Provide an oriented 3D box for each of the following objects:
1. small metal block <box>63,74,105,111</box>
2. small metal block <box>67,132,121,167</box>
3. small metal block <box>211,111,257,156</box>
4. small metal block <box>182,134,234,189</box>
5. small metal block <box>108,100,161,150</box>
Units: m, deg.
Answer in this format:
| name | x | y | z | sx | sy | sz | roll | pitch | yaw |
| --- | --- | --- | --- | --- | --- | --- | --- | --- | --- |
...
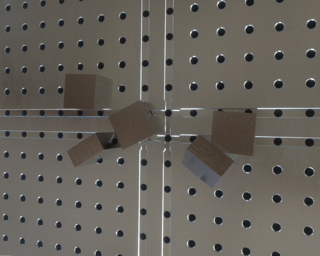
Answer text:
| name | x | y | z | sx | sy | sz | roll | pitch | yaw |
| --- | --- | --- | --- | --- | --- | --- | --- | --- | --- |
| small metal block | -0.110 | -0.052 | 0.450 | 0.050 | 0.025 | 0.050 | 5 | 92 | 19 |
| small metal block | -0.090 | 0.029 | 0.430 | 0.050 | 0.050 | 0.025 | -31 | 80 | 17 |
| small metal block | 0.091 | 0.006 | 0.380 | 0.050 | 0.025 | 0.050 | 5 | 92 | 19 |
| small metal block | 0.056 | 0.042 | 0.376 | 0.050 | 0.050 | 0.025 | 39 | 68 | 15 |
| small metal block | -0.035 | -0.003 | 0.424 | 0.050 | 0.025 | 0.050 | -27 | 82 | 17 |
